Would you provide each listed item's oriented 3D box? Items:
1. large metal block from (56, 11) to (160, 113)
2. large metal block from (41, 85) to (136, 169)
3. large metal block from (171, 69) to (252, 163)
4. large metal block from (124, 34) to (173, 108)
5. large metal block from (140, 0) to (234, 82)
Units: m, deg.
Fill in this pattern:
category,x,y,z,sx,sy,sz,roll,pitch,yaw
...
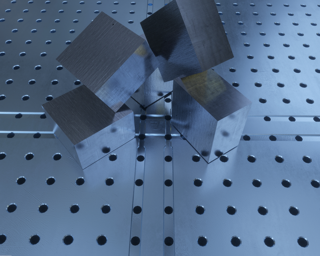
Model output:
category,x,y,z,sx,sy,sz,roll,pitch,yaw
large metal block,-0.062,-0.079,0.372,0.080,0.050,0.080,40,86,28
large metal block,-0.089,-0.008,0.396,0.081,0.050,0.080,-32,57,-25
large metal block,0.059,-0.018,0.386,0.050,0.080,0.080,-27,56,-21
large metal block,-0.008,-0.089,0.445,0.080,0.080,0.050,-34,58,-26
large metal block,0.030,-0.106,0.369,0.050,0.080,0.080,-29,13,-28
